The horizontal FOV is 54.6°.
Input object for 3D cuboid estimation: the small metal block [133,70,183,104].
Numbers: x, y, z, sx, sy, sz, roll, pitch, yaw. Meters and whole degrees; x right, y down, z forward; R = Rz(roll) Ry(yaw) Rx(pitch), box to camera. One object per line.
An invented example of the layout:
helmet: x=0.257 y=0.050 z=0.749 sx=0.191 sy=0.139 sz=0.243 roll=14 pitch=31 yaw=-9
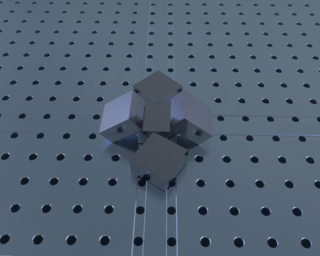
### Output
small metal block: x=-0.003 y=-0.052 z=0.452 sx=0.050 sy=0.025 sz=0.050 roll=-36 pitch=58 yaw=-27

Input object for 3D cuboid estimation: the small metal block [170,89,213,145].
small metal block: x=0.041 y=-0.014 z=0.402 sx=0.050 sy=0.025 sz=0.050 roll=30 pitch=43 yaw=-28

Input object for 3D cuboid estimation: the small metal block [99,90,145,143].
small metal block: x=-0.049 y=-0.015 z=0.404 sx=0.050 sy=0.025 sz=0.050 roll=-23 pitch=44 yaw=29

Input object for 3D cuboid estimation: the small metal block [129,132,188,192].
small metal block: x=-0.001 y=0.040 z=0.374 sx=0.050 sy=0.025 sz=0.050 roll=27 pitch=55 yaw=22

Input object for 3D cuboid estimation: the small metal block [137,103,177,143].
small metal block: x=-0.003 y=-0.006 z=0.413 sx=0.050 sy=0.025 sz=0.050 roll=1 pitch=49 yaw=1
